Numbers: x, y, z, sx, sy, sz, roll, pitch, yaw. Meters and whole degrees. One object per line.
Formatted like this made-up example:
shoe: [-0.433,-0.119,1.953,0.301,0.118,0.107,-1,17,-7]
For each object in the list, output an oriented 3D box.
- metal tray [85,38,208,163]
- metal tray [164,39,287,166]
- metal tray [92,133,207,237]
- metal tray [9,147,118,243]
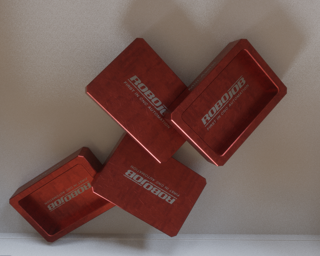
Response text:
metal tray: [-0.014,-0.032,0.379,0.130,0.030,0.090,46,81,-15]
metal tray: [0.080,-0.030,0.374,0.090,0.030,0.130,45,83,-15]
metal tray: [-0.014,0.075,0.417,0.130,0.030,0.090,34,81,-12]
metal tray: [-0.132,0.097,0.442,0.130,0.030,0.090,-32,107,10]
